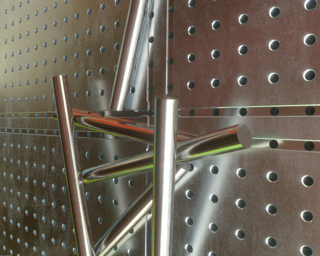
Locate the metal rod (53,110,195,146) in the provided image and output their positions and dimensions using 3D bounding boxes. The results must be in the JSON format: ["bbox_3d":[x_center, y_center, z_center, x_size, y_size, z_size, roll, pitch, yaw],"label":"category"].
[{"bbox_3d":[-0.068,-0.001,0.466,0.300,0.025,0.025,12,98,39],"label":"metal rod"}]

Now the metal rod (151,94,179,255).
[{"bbox_3d":[0.003,0.109,0.365,0.025,0.025,0.298,17,114,39],"label":"metal rod"}]

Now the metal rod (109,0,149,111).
[{"bbox_3d":[-0.030,-0.171,0.435,0.025,0.025,0.298,22,104,38],"label":"metal rod"}]

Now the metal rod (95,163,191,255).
[{"bbox_3d":[-0.055,0.145,0.456,0.299,0.025,0.025,-51,60,28],"label":"metal rod"}]

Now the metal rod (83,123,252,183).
[{"bbox_3d":[-0.018,0.043,0.402,0.299,0.025,0.025,-20,77,45],"label":"metal rod"}]

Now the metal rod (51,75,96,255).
[{"bbox_3d":[-0.138,0.061,0.490,0.025,0.025,0.299,-19,78,38],"label":"metal rod"}]
